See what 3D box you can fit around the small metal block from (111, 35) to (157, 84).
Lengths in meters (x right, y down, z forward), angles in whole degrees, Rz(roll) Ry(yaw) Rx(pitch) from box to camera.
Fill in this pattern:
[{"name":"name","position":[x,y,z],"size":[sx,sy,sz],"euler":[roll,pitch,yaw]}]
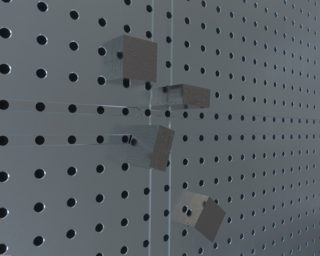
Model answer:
[{"name":"small metal block","position":[-0.031,-0.082,0.382],"size":[0.050,0.025,0.050],"euler":[2,89,-40]}]

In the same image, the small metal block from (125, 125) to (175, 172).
[{"name":"small metal block","position":[-0.013,0.024,0.381],"size":[0.025,0.050,0.050],"euler":[23,76,-38]}]

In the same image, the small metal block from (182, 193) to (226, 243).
[{"name":"small metal block","position":[0.067,0.134,0.464],"size":[0.050,0.025,0.050],"euler":[46,62,-30]}]

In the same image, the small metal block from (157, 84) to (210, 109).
[{"name":"small metal block","position":[0.032,-0.041,0.418],"size":[0.050,0.050,0.025],"euler":[4,87,-40]}]
